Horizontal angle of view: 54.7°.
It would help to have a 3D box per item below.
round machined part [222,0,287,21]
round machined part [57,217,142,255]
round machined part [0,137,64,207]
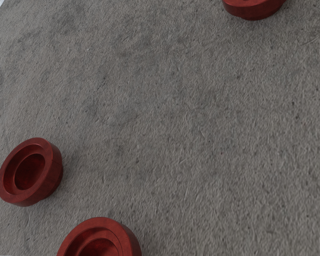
[{"bbox_3d":[0.138,-0.192,0.438,0.098,0.042,0.098,-13,56,21],"label":"round machined part"},{"bbox_3d":[-0.062,0.150,0.334,0.098,0.042,0.098,-13,56,21],"label":"round machined part"},{"bbox_3d":[-0.181,0.066,0.448,0.098,0.042,0.098,-13,56,21],"label":"round machined part"}]
